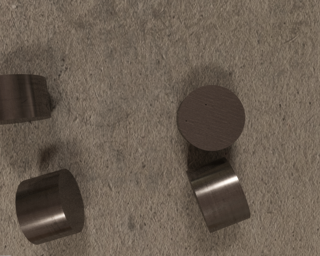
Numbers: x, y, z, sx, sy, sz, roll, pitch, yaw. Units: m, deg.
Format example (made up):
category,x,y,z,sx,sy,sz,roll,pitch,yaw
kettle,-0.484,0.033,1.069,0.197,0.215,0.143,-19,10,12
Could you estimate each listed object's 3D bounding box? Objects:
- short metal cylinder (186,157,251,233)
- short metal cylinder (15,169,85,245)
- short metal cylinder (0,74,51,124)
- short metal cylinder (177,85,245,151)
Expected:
category,x,y,z,sx,sy,sz,roll,pitch,yaw
short metal cylinder,0.070,0.082,0.384,0.050,0.080,0.080,-21,90,0
short metal cylinder,-0.132,0.096,0.381,0.050,0.080,0.080,-16,90,0
short metal cylinder,-0.179,-0.033,0.380,0.081,0.080,0.050,-8,90,0
short metal cylinder,0.063,-0.012,0.398,0.081,0.050,0.079,0,90,-1
